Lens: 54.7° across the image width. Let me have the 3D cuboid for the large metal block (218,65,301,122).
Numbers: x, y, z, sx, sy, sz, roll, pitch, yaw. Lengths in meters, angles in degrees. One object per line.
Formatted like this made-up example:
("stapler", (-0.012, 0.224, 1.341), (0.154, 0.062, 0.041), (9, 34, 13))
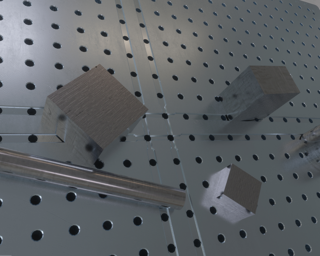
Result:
("large metal block", (0.154, -0.053, 0.489), (0.081, 0.080, 0.050), (-6, 65, -31))

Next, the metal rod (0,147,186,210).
("metal rod", (-0.112, 0.045, 0.320), (0.302, 0.025, 0.025), (17, 55, -19))

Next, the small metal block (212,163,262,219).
("small metal block", (0.103, 0.084, 0.413), (0.050, 0.025, 0.050), (33, 51, -7))

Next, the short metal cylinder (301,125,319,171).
("short metal cylinder", (0.292, 0.031, 0.531), (0.081, 0.050, 0.080), (14, 56, -21))

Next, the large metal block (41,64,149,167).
("large metal block", (-0.075, -0.016, 0.361), (0.080, 0.050, 0.080), (43, 51, 1))
